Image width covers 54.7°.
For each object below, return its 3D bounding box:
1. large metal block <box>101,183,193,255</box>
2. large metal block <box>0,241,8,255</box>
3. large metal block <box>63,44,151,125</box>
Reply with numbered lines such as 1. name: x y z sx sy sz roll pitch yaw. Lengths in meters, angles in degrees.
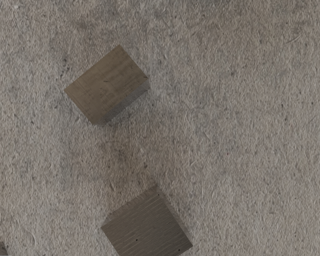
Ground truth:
1. large metal block: -0.016 0.131 0.397 0.080 0.050 0.080 -33 90 0
2. large metal block: -0.243 0.191 0.381 0.080 0.080 0.050 -19 90 0
3. large metal block: -0.060 -0.049 0.382 0.080 0.080 0.050 -40 90 0
